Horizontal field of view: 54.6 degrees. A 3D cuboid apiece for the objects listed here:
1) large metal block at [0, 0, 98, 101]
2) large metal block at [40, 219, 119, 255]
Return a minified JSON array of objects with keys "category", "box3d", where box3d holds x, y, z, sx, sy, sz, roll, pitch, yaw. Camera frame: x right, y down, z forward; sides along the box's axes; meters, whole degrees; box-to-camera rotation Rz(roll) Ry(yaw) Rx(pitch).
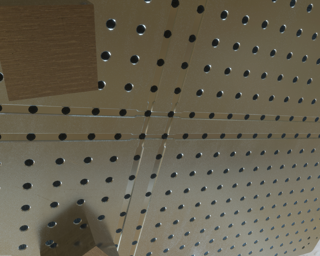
[{"category":"large metal block","box3d":[-0.106,-0.077,0.289,0.081,0.050,0.079,-11,123,-23]},{"category":"large metal block","box3d":[-0.112,0.194,0.453,0.080,0.050,0.080,-35,129,-5]}]
